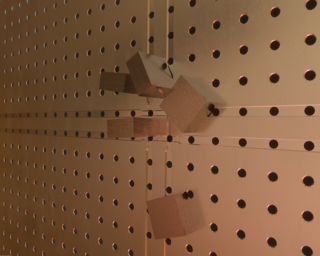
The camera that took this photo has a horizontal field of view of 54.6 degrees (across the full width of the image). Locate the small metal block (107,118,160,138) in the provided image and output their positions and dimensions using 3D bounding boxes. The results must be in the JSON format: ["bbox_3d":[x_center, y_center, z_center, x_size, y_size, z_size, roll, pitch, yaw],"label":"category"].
[{"bbox_3d":[-0.036,0.000,0.424,0.050,0.050,0.025,-3,88,40],"label":"small metal block"}]

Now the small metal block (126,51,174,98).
[{"bbox_3d":[-0.011,-0.067,0.403,0.025,0.050,0.050,-33,69,35],"label":"small metal block"}]

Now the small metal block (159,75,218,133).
[{"bbox_3d":[0.034,-0.029,0.382,0.050,0.025,0.050,51,120,28],"label":"small metal block"}]

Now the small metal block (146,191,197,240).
[{"bbox_3d":[0.014,0.113,0.399,0.050,0.025,0.050,-23,76,38],"label":"small metal block"}]

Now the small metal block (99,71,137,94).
[{"bbox_3d":[-0.048,-0.062,0.434,0.050,0.050,0.025,12,98,39],"label":"small metal block"}]
